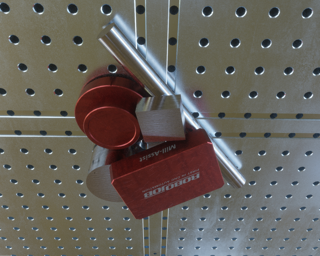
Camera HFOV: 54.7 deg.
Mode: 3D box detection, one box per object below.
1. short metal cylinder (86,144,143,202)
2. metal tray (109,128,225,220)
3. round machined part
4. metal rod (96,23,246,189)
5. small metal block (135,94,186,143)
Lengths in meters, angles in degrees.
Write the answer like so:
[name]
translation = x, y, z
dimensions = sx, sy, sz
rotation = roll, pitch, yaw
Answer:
[short metal cylinder]
translation = -0.060, 0.061, 0.441
dimensions = 0.081, 0.050, 0.079
rotation = 0, 130, 0
[metal tray]
translation = 0.012, 0.063, 0.407
dimensions = 0.131, 0.030, 0.090
rotation = -22, 128, 1
[round machined part]
translation = -0.057, -0.011, 0.384
dimensions = 0.099, 0.042, 0.097
rotation = 0, 130, 1
[metal rod]
translation = 0.032, -0.009, 0.400
dimensions = 0.025, 0.025, 0.300
rotation = -29, 125, 22
[small metal block]
translation = 0.003, -0.010, 0.367
dimensions = 0.050, 0.025, 0.050
rotation = -4, 133, 10
